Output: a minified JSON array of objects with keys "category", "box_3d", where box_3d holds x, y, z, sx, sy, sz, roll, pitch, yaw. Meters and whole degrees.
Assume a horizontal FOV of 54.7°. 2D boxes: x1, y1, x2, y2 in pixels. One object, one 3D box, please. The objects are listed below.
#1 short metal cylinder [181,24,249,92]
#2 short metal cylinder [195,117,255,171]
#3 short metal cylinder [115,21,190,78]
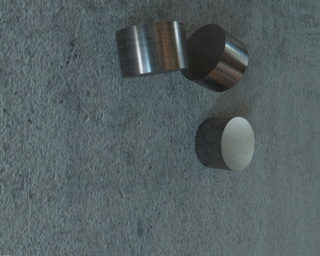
[{"category":"short metal cylinder","box_3d":[0.074,-0.096,0.430,0.050,0.080,0.080,19,78,-39]},{"category":"short metal cylinder","box_3d":[0.099,0.023,0.471,0.081,0.050,0.080,0,90,-40]},{"category":"short metal cylinder","box_3d":[-0.008,-0.089,0.362,0.081,0.080,0.050,-14,99,-39]}]
